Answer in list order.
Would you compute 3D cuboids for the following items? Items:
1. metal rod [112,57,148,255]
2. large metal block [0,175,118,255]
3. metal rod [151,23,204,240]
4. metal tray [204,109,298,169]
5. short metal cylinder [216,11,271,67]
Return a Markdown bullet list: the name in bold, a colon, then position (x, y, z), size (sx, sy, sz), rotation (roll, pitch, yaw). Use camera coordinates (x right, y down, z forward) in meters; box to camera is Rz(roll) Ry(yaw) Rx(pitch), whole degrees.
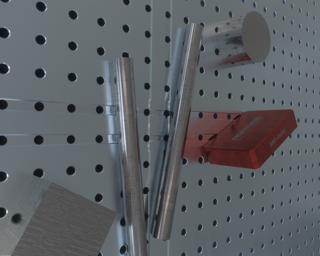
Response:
- **metal rod**: position (-0.034, 0.066, 0.380), size (0.025, 0.025, 0.298), rotation (-7, 95, -40)
- **large metal block**: position (-0.103, 0.103, 0.307), size (0.080, 0.050, 0.080), rotation (38, 67, -34)
- **metal rod**: position (0.026, -0.001, 0.431), size (0.025, 0.025, 0.299), rotation (16, 80, -39)
- **metal tray**: position (0.143, 0.013, 0.486), size (0.131, 0.090, 0.030), rotation (-34, 112, -35)
- **short metal cylinder**: position (0.137, -0.143, 0.507), size (0.081, 0.050, 0.079), rotation (0, 90, -40)
